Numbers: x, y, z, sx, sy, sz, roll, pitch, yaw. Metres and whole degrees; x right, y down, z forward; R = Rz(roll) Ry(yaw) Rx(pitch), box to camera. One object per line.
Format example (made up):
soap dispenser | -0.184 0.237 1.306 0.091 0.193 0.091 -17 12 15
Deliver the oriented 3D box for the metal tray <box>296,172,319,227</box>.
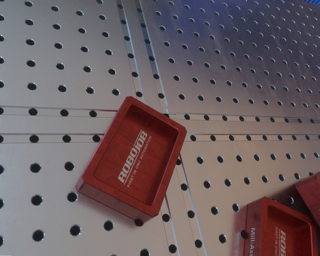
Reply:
metal tray | 0.251 0.127 0.441 0.091 0.030 0.130 -1 60 -53

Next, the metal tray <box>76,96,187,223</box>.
metal tray | -0.028 0.033 0.369 0.090 0.030 0.130 30 52 -9

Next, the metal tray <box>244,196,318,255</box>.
metal tray | 0.152 0.163 0.386 0.090 0.030 0.130 26 53 -12
